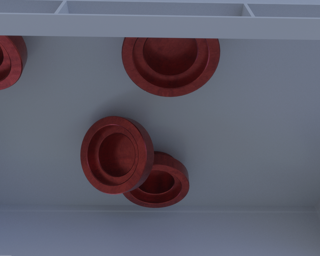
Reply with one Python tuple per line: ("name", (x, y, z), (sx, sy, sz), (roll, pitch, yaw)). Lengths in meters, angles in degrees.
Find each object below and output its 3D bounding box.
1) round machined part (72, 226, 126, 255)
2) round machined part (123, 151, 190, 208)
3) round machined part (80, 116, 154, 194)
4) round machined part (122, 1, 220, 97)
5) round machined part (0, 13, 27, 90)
("round machined part", (-0.113, 0.225, 0.591), (0.099, 0.042, 0.097), (0, 130, 0))
("round machined part", (-0.007, 0.072, 0.459), (0.099, 0.042, 0.097), (0, 130, 0))
("round machined part", (-0.051, 0.034, 0.403), (0.098, 0.098, 0.042), (-28, 166, 21))
("round machined part", (0.011, -0.084, 0.326), (0.099, 0.042, 0.097), (0, 130, 0))
("round machined part", (-0.187, -0.087, 0.315), (0.099, 0.042, 0.097), (-1, 140, -1))
